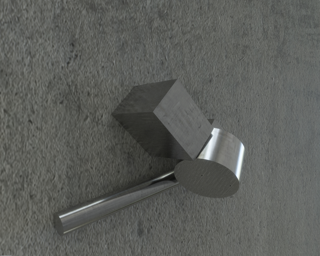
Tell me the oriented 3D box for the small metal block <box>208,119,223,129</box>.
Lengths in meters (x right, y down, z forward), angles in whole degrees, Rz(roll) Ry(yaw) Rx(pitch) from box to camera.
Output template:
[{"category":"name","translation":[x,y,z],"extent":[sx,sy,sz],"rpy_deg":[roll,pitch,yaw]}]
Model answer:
[{"category":"small metal block","translation":[0.067,0.013,0.445],"extent":[0.050,0.050,0.025],"rpy_deg":[45,63,-31]}]

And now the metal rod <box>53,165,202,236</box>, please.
[{"category":"metal rod","translation":[0.010,0.070,0.412],"extent":[0.302,0.025,0.025],"rpy_deg":[-14,99,-39]}]

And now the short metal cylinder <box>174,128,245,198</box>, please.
[{"category":"short metal cylinder","translation":[0.063,0.045,0.392],"extent":[0.080,0.080,0.050],"rpy_deg":[50,43,-29]}]

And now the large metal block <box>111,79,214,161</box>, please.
[{"category":"large metal block","translation":[0.003,-0.008,0.371],"extent":[0.080,0.080,0.050],"rpy_deg":[50,61,-29]}]
